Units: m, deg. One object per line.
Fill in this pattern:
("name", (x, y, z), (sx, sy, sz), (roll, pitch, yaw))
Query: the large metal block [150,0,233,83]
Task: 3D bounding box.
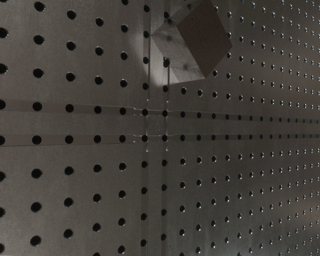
("large metal block", (0.047, -0.122, 0.434), (0.080, 0.050, 0.080), (-50, 120, -29))
